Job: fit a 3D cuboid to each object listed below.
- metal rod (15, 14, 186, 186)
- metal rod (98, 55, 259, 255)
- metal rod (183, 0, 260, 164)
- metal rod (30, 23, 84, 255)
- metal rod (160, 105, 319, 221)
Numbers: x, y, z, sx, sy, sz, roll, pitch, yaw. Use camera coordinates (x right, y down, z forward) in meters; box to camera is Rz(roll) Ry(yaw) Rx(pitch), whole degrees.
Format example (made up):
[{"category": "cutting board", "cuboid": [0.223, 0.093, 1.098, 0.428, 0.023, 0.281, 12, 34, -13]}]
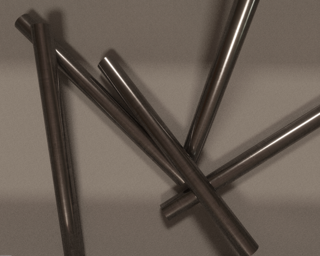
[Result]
[{"category": "metal rod", "cuboid": [-0.074, -0.036, 0.410, 0.300, 0.025, 0.025, 44, 90, -1]}, {"category": "metal rod", "cuboid": [0.018, 0.030, 0.391, 0.025, 0.025, 0.299, -37, 82, 0]}, {"category": "metal rod", "cuboid": [0.075, -0.084, 0.345, 0.025, 0.025, 0.298, 16, 118, -1]}, {"category": "metal rod", "cuboid": [-0.130, 0.022, 0.395, 0.025, 0.025, 0.298, -6, 96, 0]}, {"category": "metal rod", "cuboid": [0.134, 0.033, 0.413, 0.301, 0.025, 0.025, -32, 90, -1]}]
